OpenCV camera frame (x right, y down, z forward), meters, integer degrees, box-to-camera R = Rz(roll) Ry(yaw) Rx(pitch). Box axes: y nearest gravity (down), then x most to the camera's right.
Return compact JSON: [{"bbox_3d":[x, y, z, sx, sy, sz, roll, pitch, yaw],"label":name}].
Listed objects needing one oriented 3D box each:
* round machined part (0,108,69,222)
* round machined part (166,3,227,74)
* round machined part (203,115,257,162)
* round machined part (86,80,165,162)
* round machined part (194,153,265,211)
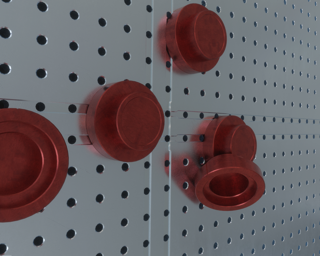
[{"bbox_3d":[-0.138,0.031,0.282,0.099,0.042,0.097,0,90,-40],"label":"round machined part"},{"bbox_3d":[0.059,-0.130,0.446,0.099,0.042,0.097,0,90,-40],"label":"round machined part"},{"bbox_3d":[0.118,0.028,0.495,0.099,0.042,0.097,0,90,-40],"label":"round machined part"},{"bbox_3d":[-0.033,-0.008,0.369,0.099,0.042,0.097,0,90,-40],"label":"round machined part"},{"bbox_3d":[0.100,0.076,0.457,0.098,0.098,0.042,47,27,-30],"label":"round machined part"}]
